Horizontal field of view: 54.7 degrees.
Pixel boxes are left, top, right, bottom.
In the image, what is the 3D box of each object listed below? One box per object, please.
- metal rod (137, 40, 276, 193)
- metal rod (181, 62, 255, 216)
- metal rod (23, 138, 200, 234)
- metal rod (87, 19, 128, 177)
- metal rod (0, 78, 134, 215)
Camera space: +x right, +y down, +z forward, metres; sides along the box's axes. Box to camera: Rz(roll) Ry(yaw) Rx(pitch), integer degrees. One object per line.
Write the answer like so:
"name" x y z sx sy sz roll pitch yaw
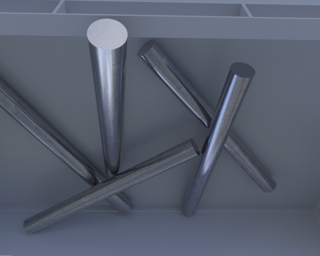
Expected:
"metal rod" 0.078 0.002 0.412 0.025 0.025 0.300 -31 124 23
"metal rod" 0.065 0.040 0.417 0.025 0.025 0.298 5 138 -4
"metal rod" -0.081 0.090 0.448 0.300 0.025 0.025 -28 125 18
"metal rod" -0.051 0.002 0.329 0.025 0.025 0.299 5 155 -5
"metal rod" -0.130 0.037 0.438 0.025 0.025 0.300 -24 127 19
